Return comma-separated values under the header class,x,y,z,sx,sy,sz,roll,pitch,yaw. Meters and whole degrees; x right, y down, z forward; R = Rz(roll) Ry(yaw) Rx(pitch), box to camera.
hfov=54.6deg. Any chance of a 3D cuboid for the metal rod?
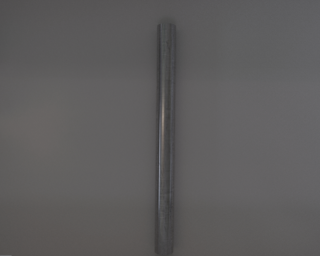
class,x,y,z,sx,sy,sz,roll,pitch,yaw
metal rod,0.007,0.014,0.411,0.025,0.025,0.298,1,90,0
